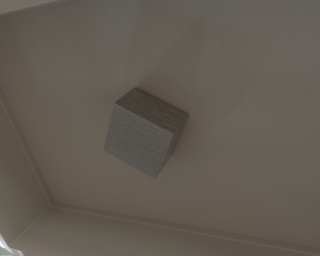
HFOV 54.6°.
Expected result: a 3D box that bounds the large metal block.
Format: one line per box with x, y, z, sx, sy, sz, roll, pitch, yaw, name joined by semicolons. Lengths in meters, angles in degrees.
-0.020;0.007;0.403;0.080;0.050;0.079;28;127;10;large metal block
